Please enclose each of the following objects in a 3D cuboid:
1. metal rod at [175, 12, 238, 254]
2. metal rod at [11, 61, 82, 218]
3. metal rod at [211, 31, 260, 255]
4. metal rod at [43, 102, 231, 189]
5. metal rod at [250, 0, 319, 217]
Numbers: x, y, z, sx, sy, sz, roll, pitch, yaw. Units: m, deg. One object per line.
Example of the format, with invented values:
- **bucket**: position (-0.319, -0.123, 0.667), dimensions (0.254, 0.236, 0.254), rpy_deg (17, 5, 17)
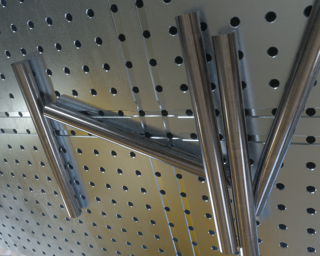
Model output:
- **metal rod**: position (0.059, 0.020, 0.367), dimensions (0.025, 0.025, 0.298), rpy_deg (-3, 110, 29)
- **metal rod**: position (-0.185, 0.034, 0.526), dimensions (0.025, 0.025, 0.298), rpy_deg (4, 121, 25)
- **metal rod**: position (0.093, 0.042, 0.365), dimensions (0.025, 0.025, 0.298), rpy_deg (-1, 112, 28)
- **metal rod**: position (-0.036, 0.020, 0.440), dimensions (0.301, 0.025, 0.025), rpy_deg (20, 126, 16)
- **metal rod**: position (0.137, -0.015, 0.329), dimensions (0.025, 0.025, 0.298), rpy_deg (18, 126, 17)
